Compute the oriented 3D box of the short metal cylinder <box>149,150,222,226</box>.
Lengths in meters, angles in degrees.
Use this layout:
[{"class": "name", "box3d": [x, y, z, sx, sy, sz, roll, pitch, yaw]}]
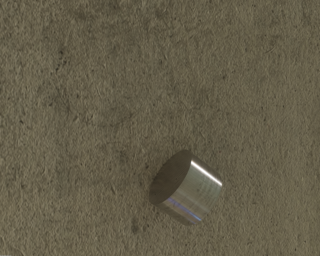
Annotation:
[{"class": "short metal cylinder", "box3d": [0.031, 0.074, 0.391, 0.050, 0.080, 0.080, 38, 78, -16]}]
